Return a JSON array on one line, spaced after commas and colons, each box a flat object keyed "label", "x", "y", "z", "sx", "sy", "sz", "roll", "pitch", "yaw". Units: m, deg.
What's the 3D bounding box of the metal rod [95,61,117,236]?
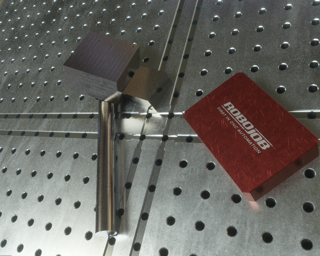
[{"label": "metal rod", "x": -0.077, "y": 0.000, "z": 0.446, "sx": 0.025, "sy": 0.025, "sz": 0.299, "roll": -18, "pitch": 55, "yaw": 17}]

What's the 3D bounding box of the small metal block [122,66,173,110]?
[{"label": "small metal block", "x": -0.018, "y": -0.059, "z": 0.453, "sx": 0.050, "sy": 0.025, "sz": 0.050, "roll": 20, "pitch": 72, "yaw": 35}]

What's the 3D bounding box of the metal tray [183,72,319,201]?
[{"label": "metal tray", "x": 0.097, "y": 0.004, "z": 0.351, "sx": 0.090, "sy": 0.030, "sz": 0.130, "roll": -37, "pitch": 51, "yaw": 3}]

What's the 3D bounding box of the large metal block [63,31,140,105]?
[{"label": "large metal block", "x": -0.083, "y": -0.090, "z": 0.461, "sx": 0.080, "sy": 0.050, "sz": 0.080, "roll": 19, "pitch": 57, "yaw": 8}]
